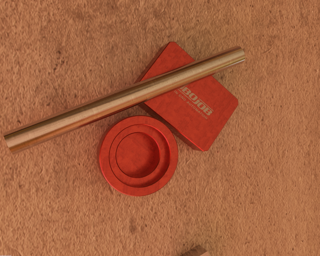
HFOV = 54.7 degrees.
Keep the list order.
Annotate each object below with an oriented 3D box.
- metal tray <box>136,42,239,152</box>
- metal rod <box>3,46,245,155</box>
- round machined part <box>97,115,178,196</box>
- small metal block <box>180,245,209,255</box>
[{"bbox_3d":[0.033,-0.040,0.420,0.130,0.030,0.090,39,77,-16],"label":"metal tray"},{"bbox_3d":[-0.025,-0.041,0.368,0.302,0.025,0.025,-24,98,-19],"label":"metal rod"},{"bbox_3d":[-0.030,0.033,0.390,0.099,0.042,0.097,0,90,-21],"label":"round machined part"},{"bbox_3d":[0.047,0.200,0.428,0.050,0.025,0.050,-23,98,-19],"label":"small metal block"}]
